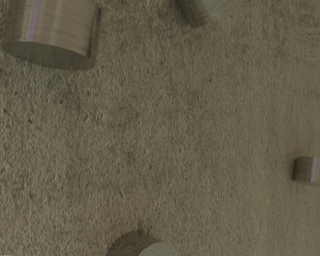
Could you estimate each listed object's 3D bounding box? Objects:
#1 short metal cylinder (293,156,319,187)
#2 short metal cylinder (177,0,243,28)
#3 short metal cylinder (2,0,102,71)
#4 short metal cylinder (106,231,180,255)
[{"bbox_3d":[0.322,0.092,0.639,0.080,0.080,0.050,21,77,-38],"label":"short metal cylinder"},{"bbox_3d":[0.066,-0.181,0.423,0.080,0.080,0.050,-48,119,-29],"label":"short metal cylinder"},{"bbox_3d":[-0.097,-0.089,0.287,0.081,0.080,0.050,11,83,-40],"label":"short metal cylinder"},{"bbox_3d":[-0.021,0.170,0.371,0.081,0.050,0.080,0,90,-40],"label":"short metal cylinder"}]
